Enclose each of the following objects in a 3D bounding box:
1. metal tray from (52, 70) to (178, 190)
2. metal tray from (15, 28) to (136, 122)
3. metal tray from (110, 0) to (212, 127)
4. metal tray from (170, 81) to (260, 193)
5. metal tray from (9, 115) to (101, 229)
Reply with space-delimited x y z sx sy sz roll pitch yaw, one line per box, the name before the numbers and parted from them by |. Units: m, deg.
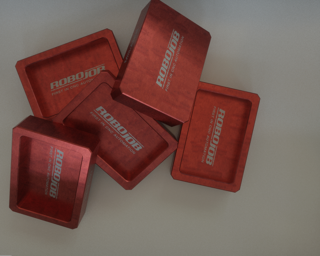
metal tray | -0.053 0.004 0.385 0.090 0.030 0.130 -43 105 6
metal tray | -0.108 -0.064 0.406 0.131 0.030 0.090 -21 90 -1
metal tray | 0.005 -0.077 0.373 0.090 0.030 0.130 25 70 -23
metal tray | 0.071 0.011 0.408 0.091 0.030 0.129 13 90 -1
metal tray | -0.130 0.057 0.376 0.090 0.030 0.129 17 118 -1
